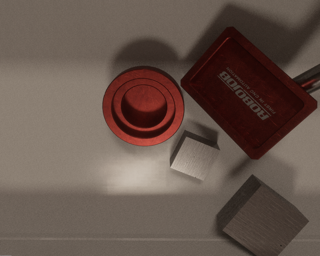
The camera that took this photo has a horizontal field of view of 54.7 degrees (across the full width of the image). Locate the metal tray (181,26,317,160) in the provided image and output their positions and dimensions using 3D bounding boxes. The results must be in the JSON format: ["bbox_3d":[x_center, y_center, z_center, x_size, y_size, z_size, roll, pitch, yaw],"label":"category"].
[{"bbox_3d":[0.098,-0.040,0.356,0.130,0.030,0.090,48,112,16],"label":"metal tray"}]

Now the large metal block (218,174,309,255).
[{"bbox_3d":[0.141,0.126,0.434,0.080,0.050,0.080,37,98,-3],"label":"large metal block"}]

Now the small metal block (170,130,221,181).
[{"bbox_3d":[0.047,0.037,0.426,0.050,0.025,0.050,23,108,-9],"label":"small metal block"}]

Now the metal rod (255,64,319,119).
[{"bbox_3d":[0.204,-0.074,0.315,0.025,0.025,0.299,45,132,-15],"label":"metal rod"}]

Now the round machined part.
[{"bbox_3d":[-0.019,-0.030,0.389,0.099,0.042,0.097,1,112,2],"label":"round machined part"}]
